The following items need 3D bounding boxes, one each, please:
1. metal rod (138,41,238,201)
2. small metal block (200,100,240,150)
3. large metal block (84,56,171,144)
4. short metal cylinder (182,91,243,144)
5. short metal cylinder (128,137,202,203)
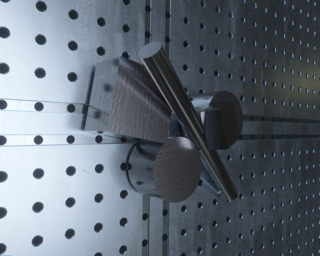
[{"bbox_3d":[0.053,0.015,0.403,0.025,0.025,0.300,-58,137,-24],"label":"metal rod"},{"bbox_3d":[0.078,-0.004,0.396,0.050,0.025,0.050,-31,110,-55],"label":"small metal block"},{"bbox_3d":[-0.033,-0.028,0.359,0.081,0.050,0.080,14,81,-39],"label":"large metal block"},{"bbox_3d":[0.076,-0.013,0.453,0.081,0.050,0.079,0,90,-40],"label":"short metal cylinder"},{"bbox_3d":[0.007,0.050,0.394,0.081,0.050,0.079,0,90,-40],"label":"short metal cylinder"}]
